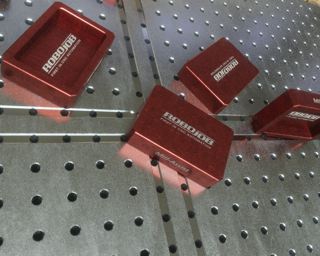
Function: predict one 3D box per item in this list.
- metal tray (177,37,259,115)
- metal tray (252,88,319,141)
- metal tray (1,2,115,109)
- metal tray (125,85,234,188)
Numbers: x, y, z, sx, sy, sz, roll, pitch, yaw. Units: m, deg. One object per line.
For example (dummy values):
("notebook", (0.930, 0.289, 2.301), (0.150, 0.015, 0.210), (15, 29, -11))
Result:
("metal tray", (0.099, -0.090, 0.512), (0.090, 0.030, 0.131), (46, 51, 4))
("metal tray", (0.227, -0.017, 0.497), (0.131, 0.090, 0.030), (7, 59, -25))
("metal tray", (-0.124, -0.096, 0.396), (0.090, 0.030, 0.130), (29, 52, -10))
("metal tray", (0.030, 0.010, 0.415), (0.130, 0.030, 0.090), (31, 52, -8))
